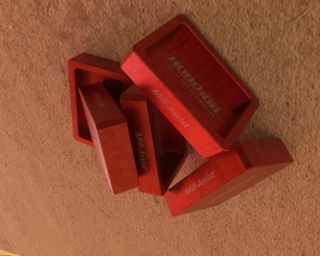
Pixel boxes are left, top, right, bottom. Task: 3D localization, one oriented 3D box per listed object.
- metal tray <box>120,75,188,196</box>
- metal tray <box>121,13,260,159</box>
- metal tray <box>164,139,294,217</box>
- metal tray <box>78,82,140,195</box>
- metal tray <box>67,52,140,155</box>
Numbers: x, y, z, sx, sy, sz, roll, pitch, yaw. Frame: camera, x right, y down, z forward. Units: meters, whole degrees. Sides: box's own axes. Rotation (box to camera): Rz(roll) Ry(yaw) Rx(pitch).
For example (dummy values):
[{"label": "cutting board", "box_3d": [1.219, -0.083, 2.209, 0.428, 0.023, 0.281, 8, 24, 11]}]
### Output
[{"label": "metal tray", "box_3d": [-0.001, 0.003, 0.368, 0.030, 0.090, 0.129, 6, 122, 25]}, {"label": "metal tray", "box_3d": [0.035, -0.044, 0.317, 0.130, 0.090, 0.030, 47, 143, -6]}, {"label": "metal tray", "box_3d": [0.076, 0.059, 0.362, 0.129, 0.091, 0.030, -44, 58, 39]}, {"label": "metal tray", "box_3d": [-0.064, 0.007, 0.371, 0.130, 0.030, 0.089, -131, 29, -57]}, {"label": "metal tray", "box_3d": [-0.077, -0.029, 0.426, 0.090, 0.030, 0.129, 18, 126, 17]}]
